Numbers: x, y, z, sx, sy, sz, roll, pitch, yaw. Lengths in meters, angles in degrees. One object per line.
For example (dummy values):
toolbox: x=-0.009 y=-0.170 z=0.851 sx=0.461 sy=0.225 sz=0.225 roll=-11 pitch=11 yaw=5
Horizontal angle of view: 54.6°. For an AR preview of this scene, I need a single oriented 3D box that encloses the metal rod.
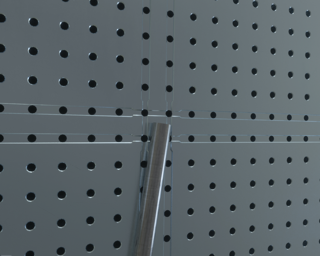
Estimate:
metal rod: x=-0.019 y=0.142 z=0.405 sx=0.025 sy=0.025 sz=0.299 roll=10 pitch=87 yaw=-20
